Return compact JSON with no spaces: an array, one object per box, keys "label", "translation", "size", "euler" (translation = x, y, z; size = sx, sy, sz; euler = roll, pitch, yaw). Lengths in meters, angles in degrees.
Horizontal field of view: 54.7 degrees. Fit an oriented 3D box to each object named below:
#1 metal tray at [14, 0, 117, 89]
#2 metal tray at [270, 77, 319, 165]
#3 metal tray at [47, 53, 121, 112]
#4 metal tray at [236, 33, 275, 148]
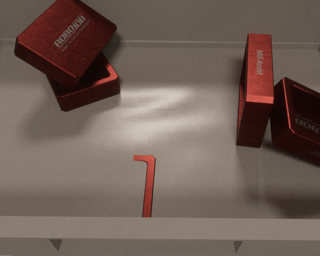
[{"label":"metal tray","translation":[-0.128,-0.127,0.440],"size":[0.090,0.030,0.130],"euler":[32,51,-12]},{"label":"metal tray","translation":[0.195,0.001,0.372],"size":[0.131,0.030,0.090],"euler":[22,50,-12]},{"label":"metal tray","translation":[-0.127,-0.090,0.475],"size":[0.091,0.030,0.130],"euler":[-22,54,-18]},{"label":"metal tray","translation":[0.123,-0.051,0.405],"size":[0.030,0.090,0.130],"euler":[6,50,10]}]
